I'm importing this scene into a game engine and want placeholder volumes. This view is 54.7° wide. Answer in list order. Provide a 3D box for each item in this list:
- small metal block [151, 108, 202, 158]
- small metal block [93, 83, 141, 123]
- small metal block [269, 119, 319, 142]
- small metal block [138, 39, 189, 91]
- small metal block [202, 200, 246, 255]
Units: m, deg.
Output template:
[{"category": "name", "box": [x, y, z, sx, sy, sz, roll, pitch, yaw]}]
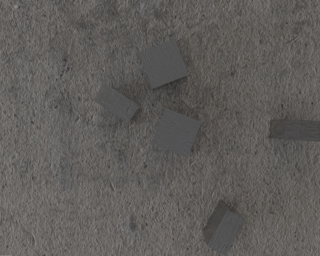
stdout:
[{"category": "small metal block", "box": [0.021, 0.006, 0.410, 0.050, 0.025, 0.050, 22, 90, 0]}, {"category": "small metal block", "box": [-0.053, -0.030, 0.397, 0.050, 0.050, 0.025, 34, 90, 0]}, {"category": "small metal block", "box": [0.175, 0.003, 0.399, 0.050, 0.050, 0.025, 3, 90, 0]}, {"category": "small metal block", "box": [0.005, -0.083, 0.410, 0.050, 0.025, 0.050, -21, 90, 0]}, {"category": "small metal block", "box": [0.080, 0.126, 0.398, 0.025, 0.050, 0.050, 30, 90, 0]}]
